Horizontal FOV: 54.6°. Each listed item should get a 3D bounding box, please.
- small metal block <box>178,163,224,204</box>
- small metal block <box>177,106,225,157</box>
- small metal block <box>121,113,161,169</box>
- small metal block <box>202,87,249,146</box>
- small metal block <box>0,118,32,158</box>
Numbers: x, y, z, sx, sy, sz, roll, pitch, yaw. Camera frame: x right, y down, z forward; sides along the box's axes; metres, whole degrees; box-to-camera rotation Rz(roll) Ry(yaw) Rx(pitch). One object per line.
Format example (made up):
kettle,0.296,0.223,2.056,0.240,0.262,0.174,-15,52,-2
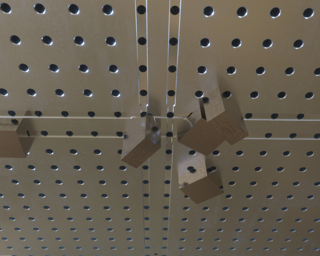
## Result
small metal block,0.065,0.089,0.488,0.050,0.025,0.050,-30,124,23
small metal block,0.058,0.005,0.416,0.050,0.025,0.050,27,125,-22
small metal block,-0.024,0.017,0.409,0.025,0.050,0.050,33,123,-25
small metal block,0.080,-0.015,0.383,0.025,0.050,0.050,-35,122,25
small metal block,-0.210,0.014,0.422,0.050,0.025,0.050,1,130,-1
